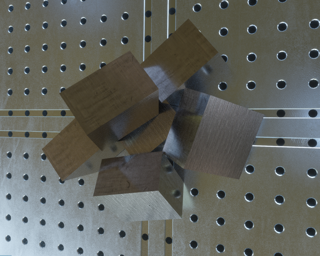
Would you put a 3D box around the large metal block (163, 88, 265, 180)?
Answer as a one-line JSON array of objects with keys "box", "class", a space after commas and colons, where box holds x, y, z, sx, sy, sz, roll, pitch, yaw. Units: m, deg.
[{"box": [0.060, 0.007, 0.355, 0.050, 0.081, 0.080, 31, 104, 59], "class": "large metal block"}]

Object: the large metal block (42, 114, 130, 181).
[{"box": [-0.092, 0.022, 0.415, 0.080, 0.080, 0.050, -40, 78, 15], "class": "large metal block"}]

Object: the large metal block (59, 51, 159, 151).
[{"box": [-0.049, -0.025, 0.334, 0.080, 0.080, 0.050, -34, 78, -9], "class": "large metal block"}]

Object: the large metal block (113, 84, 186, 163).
[{"box": [-0.015, -0.011, 0.406, 0.080, 0.050, 0.080, -41, 77, 15], "class": "large metal block"}]

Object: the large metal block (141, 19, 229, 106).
[{"box": [0.030, -0.073, 0.373, 0.080, 0.080, 0.050, -41, 78, 15], "class": "large metal block"}]

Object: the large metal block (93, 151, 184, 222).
[{"box": [-0.022, 0.076, 0.384, 0.080, 0.080, 0.050, -9, 51, 20], "class": "large metal block"}]
